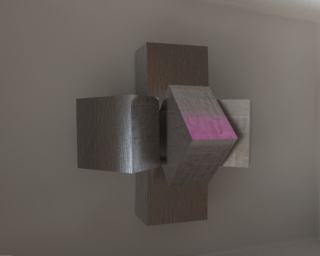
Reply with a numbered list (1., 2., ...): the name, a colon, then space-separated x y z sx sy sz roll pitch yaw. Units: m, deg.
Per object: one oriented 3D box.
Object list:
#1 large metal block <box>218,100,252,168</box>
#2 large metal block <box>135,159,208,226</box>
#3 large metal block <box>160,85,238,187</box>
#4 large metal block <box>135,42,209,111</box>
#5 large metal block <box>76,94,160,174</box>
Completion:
1. large metal block: 0.093 0.006 0.407 0.050 0.080 0.080 1 90 19
2. large metal block: 0.014 0.076 0.401 0.081 0.050 0.080 1 90 -20
3. large metal block: 0.033 0.009 0.350 0.050 0.079 0.080 -1 47 -21
4. large metal block: 0.015 -0.062 0.398 0.081 0.050 0.080 -2 91 -20
5. large metal block: -0.048 0.006 0.354 0.050 0.080 0.079 -3 92 -57
